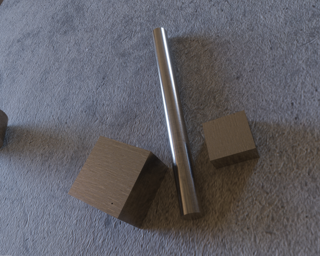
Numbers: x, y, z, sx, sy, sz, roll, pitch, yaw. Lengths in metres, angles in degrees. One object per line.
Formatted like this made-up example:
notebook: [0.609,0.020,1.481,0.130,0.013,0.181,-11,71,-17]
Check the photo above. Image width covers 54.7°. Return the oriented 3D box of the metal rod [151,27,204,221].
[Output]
metal rod: [0.017,-0.029,0.412,0.025,0.025,0.299,-20,54,16]

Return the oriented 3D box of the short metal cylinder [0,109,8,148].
short metal cylinder: [-0.308,0.001,0.530,0.080,0.080,0.050,-18,55,17]

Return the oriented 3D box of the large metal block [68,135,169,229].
large metal block: [-0.049,0.063,0.375,0.080,0.050,0.080,14,69,34]

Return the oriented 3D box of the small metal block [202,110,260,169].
small metal block: [0.080,0.014,0.354,0.050,0.025,0.050,-18,55,17]
